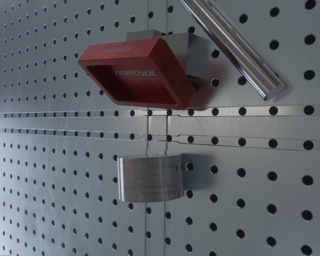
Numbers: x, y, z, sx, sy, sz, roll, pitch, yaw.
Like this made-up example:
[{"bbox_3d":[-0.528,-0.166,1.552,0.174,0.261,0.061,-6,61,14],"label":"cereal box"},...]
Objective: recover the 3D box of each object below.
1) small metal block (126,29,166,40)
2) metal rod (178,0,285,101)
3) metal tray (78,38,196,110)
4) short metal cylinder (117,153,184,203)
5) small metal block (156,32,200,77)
[{"bbox_3d":[-0.021,-0.106,0.427,0.050,0.025,0.050,8,95,39],"label":"small metal block"},{"bbox_3d":[0.042,-0.151,0.374,0.025,0.025,0.299,-47,62,30],"label":"metal rod"},{"bbox_3d":[-0.031,-0.065,0.392,0.130,0.090,0.030,7,59,39],"label":"metal tray"},{"bbox_3d":[-0.012,0.059,0.383,0.080,0.081,0.050,-5,87,40],"label":"short metal cylinder"},{"bbox_3d":[0.021,-0.091,0.392,0.050,0.025,0.050,6,94,39],"label":"small metal block"}]
